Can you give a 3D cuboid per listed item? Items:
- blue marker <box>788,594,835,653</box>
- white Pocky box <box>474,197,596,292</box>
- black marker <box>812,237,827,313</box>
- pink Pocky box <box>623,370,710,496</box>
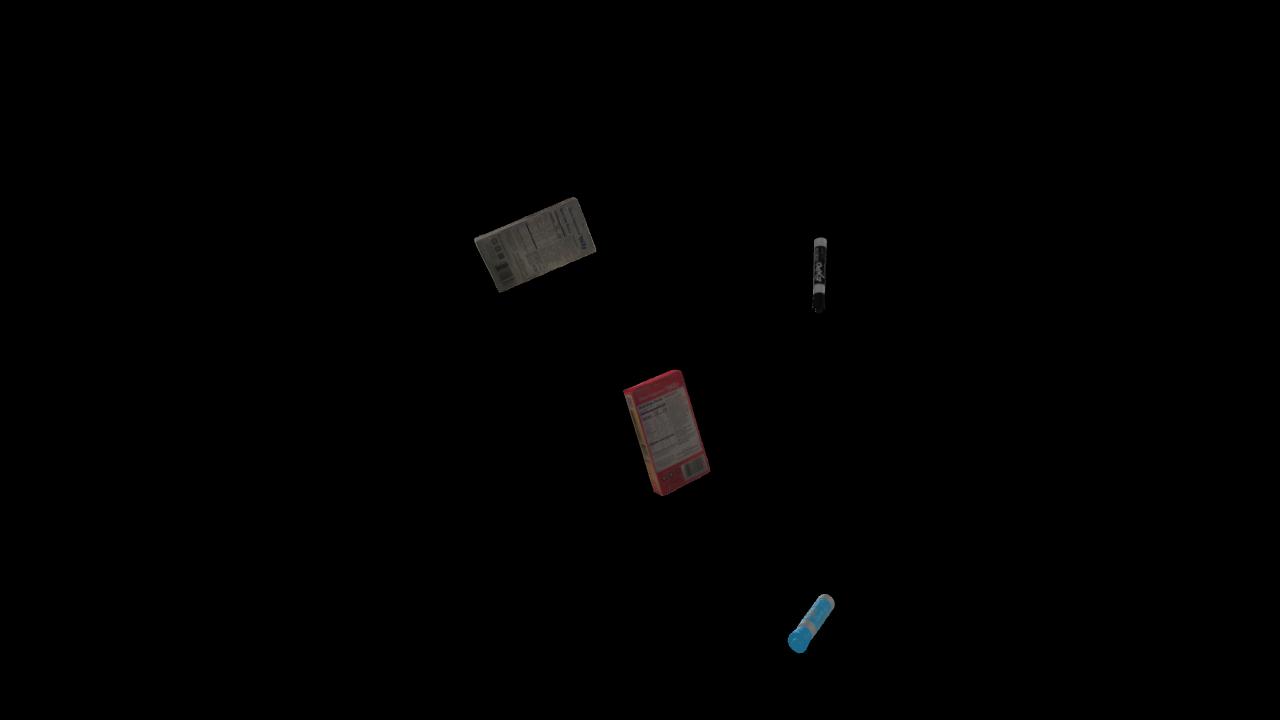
[{"bbox_3d":[0.173,0.264,0.619,0.020,0.020,0.121,0,-1,30],"label":"blue marker"},{"bbox_3d":[-0.147,-0.163,0.872,0.154,0.084,0.028,-25,28,-8],"label":"white Pocky box"},{"bbox_3d":[0.263,-0.124,0.901,0.020,0.121,0.020,7,-21,3],"label":"black marker"},{"bbox_3d":[0.038,0.098,0.845,0.084,0.155,0.029,-22,11,-26],"label":"pink Pocky box"}]
